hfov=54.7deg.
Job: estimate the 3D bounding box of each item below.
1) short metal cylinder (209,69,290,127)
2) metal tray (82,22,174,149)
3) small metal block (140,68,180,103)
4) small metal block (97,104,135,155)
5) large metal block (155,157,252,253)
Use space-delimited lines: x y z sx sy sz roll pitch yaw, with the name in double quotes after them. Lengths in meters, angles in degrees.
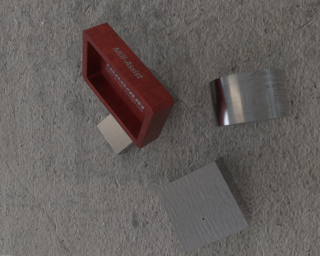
0.098 -0.031 0.345 0.080 0.080 0.050 -9 87 20 "short metal cylinder"
-0.044 -0.048 0.370 0.030 0.090 0.130 -32 72 -27 "metal tray"
-0.007 -0.050 0.398 0.025 0.050 0.050 -42 77 15 "small metal block"
-0.050 0.001 0.426 0.050 0.025 0.050 -39 78 15 "small metal block"
0.054 0.091 0.376 0.080 0.050 0.080 -29 81 17 "large metal block"
